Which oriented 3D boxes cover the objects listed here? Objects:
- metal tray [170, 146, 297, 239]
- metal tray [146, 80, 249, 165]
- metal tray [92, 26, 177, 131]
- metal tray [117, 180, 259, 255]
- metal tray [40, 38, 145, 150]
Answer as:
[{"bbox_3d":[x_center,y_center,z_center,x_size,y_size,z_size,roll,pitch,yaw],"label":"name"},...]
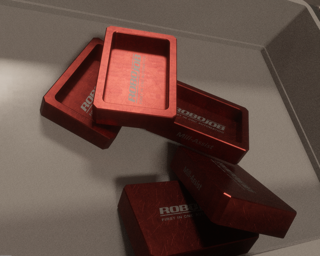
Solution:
[{"bbox_3d":[0.074,0.066,0.349,0.091,0.030,0.130,18,11,-22],"label":"metal tray"},{"bbox_3d":[0.053,-0.013,0.415,0.131,0.030,0.090,22,41,-4],"label":"metal tray"},{"bbox_3d":[-0.027,-0.063,0.373,0.091,0.030,0.130,7,57,-8],"label":"metal tray"},{"bbox_3d":[0.030,0.099,0.336,0.131,0.030,0.090,1,36,-28],"label":"metal tray"},{"bbox_3d":[-0.075,-0.048,0.391,0.090,0.030,0.130,31,52,-9],"label":"metal tray"}]
